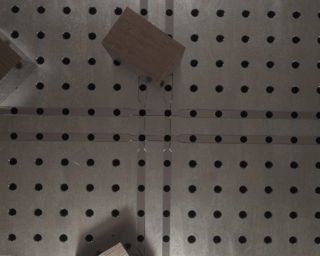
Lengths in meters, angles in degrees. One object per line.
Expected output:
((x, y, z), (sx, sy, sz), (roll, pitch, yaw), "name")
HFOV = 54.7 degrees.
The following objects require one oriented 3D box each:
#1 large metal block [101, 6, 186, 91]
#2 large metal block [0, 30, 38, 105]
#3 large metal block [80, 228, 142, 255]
((-0.019, -0.093, 0.386), (0.080, 0.080, 0.050), (35, 90, -1), "large metal block")
((-0.224, -0.083, 0.398), (0.080, 0.050, 0.080), (44, 90, -1), "large metal block")
((-0.062, 0.193, 0.400), (0.080, 0.050, 0.080), (-31, 90, 0), "large metal block")
